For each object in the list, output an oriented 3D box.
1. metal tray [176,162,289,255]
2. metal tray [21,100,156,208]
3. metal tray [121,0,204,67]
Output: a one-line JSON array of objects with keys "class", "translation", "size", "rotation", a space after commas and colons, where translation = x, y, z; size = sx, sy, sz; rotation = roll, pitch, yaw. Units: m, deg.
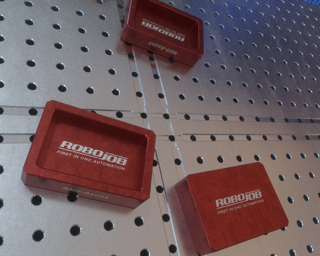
[{"class": "metal tray", "translation": [0.093, 0.097, 0.395], "size": [0.131, 0.030, 0.090], "rotation": [-5, 64, -30]}, {"class": "metal tray", "translation": [-0.073, 0.030, 0.346], "size": [0.131, 0.030, 0.090], "rotation": [18, 55, -18]}, {"class": "metal tray", "translation": [0.007, -0.161, 0.506], "size": [0.131, 0.030, 0.090], "rotation": [16, 55, -19]}]
